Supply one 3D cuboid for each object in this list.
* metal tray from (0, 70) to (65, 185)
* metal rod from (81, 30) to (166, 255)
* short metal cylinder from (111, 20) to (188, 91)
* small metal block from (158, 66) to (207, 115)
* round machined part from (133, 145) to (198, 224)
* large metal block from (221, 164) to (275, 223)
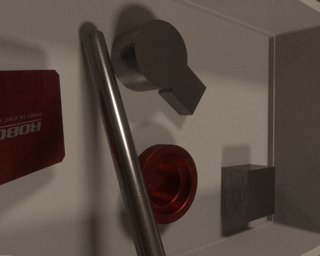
[{"bbox_3d":[-0.137,-0.001,0.250,0.131,0.030,0.089,-22,114,-61],"label":"metal tray"},{"bbox_3d":[-0.033,0.035,0.307,0.025,0.025,0.299,-4,69,-40],"label":"metal rod"},{"bbox_3d":[-0.012,-0.086,0.382,0.081,0.050,0.079,0,90,-40],"label":"short metal cylinder"},{"bbox_3d":[0.033,-0.053,0.436,0.050,0.025,0.050,43,64,-32],"label":"small metal block"},{"bbox_3d":[0.000,0.069,0.397,0.099,0.042,0.097,0,90,-40],"label":"round machined part"},{"bbox_3d":[0.148,0.105,0.518,0.081,0.050,0.079,1,90,-40],"label":"large metal block"}]
